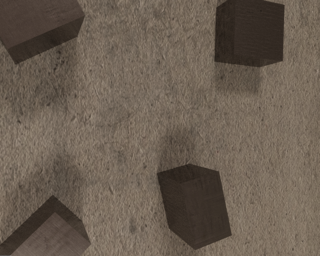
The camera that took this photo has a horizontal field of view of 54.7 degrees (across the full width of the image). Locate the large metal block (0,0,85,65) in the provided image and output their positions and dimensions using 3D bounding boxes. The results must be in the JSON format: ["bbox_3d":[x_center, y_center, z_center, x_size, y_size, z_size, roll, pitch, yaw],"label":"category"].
[{"bbox_3d":[-0.133,-0.115,0.331,0.080,0.080,0.050,-31,101,-18],"label":"large metal block"}]

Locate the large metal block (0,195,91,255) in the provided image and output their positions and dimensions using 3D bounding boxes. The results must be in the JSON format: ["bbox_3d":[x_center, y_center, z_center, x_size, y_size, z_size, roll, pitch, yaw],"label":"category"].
[{"bbox_3d":[-0.127,0.126,0.333,0.080,0.080,0.050,-45,105,-15],"label":"large metal block"}]

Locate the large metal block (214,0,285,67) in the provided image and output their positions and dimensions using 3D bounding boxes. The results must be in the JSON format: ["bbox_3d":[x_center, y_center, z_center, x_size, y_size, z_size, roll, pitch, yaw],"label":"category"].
[{"bbox_3d":[0.128,-0.135,0.444,0.081,0.050,0.079,2,89,-20],"label":"large metal block"}]

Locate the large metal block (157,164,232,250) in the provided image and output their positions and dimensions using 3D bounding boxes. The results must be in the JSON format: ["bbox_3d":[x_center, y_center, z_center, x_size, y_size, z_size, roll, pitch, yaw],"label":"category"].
[{"bbox_3d":[0.041,0.095,0.396,0.050,0.080,0.080,-14,95,-20],"label":"large metal block"}]
